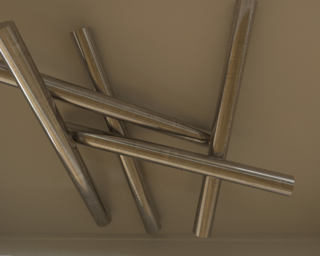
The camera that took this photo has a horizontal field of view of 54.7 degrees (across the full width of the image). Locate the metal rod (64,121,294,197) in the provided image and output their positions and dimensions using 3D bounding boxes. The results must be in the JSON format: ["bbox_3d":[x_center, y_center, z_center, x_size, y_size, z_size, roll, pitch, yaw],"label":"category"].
[{"bbox_3d":[0.006,0.034,0.381,0.301,0.025,0.025,13,110,7],"label":"metal rod"}]

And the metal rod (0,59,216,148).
[{"bbox_3d":[-0.063,-0.027,0.373,0.302,0.025,0.025,18,109,-18],"label":"metal rod"}]

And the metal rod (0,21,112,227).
[{"bbox_3d":[-0.115,0.022,0.372,0.025,0.025,0.298,-12,127,4],"label":"metal rod"}]

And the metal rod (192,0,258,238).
[{"bbox_3d":[0.079,-0.003,0.388,0.025,0.025,0.298,8,101,-4],"label":"metal rod"}]

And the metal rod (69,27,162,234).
[{"bbox_3d":[-0.052,0.017,0.417,0.025,0.025,0.298,-16,110,5],"label":"metal rod"}]
